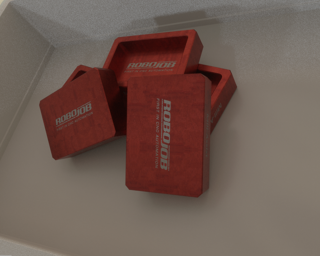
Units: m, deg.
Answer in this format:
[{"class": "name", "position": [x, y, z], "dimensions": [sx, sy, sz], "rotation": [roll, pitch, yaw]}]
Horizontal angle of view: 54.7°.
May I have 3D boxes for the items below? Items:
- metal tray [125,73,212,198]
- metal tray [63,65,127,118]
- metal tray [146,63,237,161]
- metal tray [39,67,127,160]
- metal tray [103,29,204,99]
[{"class": "metal tray", "position": [0.009, 0.007, 0.349], "dimensions": [0.090, 0.030, 0.129], "rotation": [2, 91, 22]}, {"class": "metal tray", "position": [-0.102, -0.043, 0.476], "dimensions": [0.130, 0.030, 0.090], "rotation": [21, 73, 35]}, {"class": "metal tray", "position": [0.029, -0.023, 0.398], "dimensions": [0.090, 0.030, 0.130], "rotation": [21, 73, 35]}, {"class": "metal tray", "position": [-0.106, -0.016, 0.420], "dimensions": [0.130, 0.030, 0.090], "rotation": [-21, 82, 34]}, {"class": "metal tray", "position": [-0.015, -0.084, 0.420], "dimensions": [0.130, 0.030, 0.090], "rotation": [4, 63, 29]}]
